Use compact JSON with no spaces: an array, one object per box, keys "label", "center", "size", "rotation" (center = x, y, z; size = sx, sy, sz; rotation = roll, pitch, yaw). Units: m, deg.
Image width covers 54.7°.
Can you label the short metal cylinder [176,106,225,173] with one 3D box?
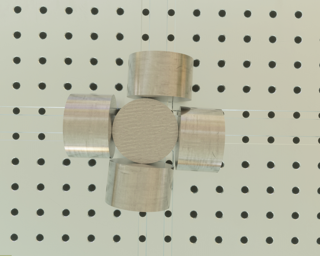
[{"label":"short metal cylinder","center":[0.047,0.014,0.386],"size":[0.050,0.080,0.080],"rotation":[4,90,0]}]

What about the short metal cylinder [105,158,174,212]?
[{"label":"short metal cylinder","center":[-0.025,0.068,0.384],"size":[0.080,0.080,0.050],"rotation":[6,90,0]}]

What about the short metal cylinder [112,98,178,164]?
[{"label":"short metal cylinder","center":[-0.018,0.004,0.401],"size":[0.081,0.050,0.080],"rotation":[0,90,-2]}]

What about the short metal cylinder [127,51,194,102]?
[{"label":"short metal cylinder","center":[0.000,-0.061,0.385],"size":[0.081,0.080,0.050],"rotation":[3,90,0]}]

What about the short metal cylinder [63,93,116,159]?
[{"label":"short metal cylinder","center":[-0.084,-0.003,0.385],"size":[0.050,0.080,0.079],"rotation":[2,90,-1]}]
